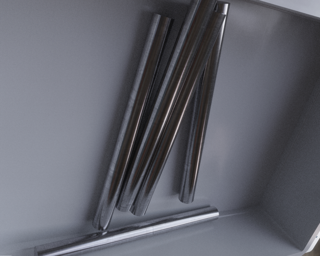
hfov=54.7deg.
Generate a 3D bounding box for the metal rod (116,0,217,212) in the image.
[{"bbox_3d":[-0.004,-0.010,0.381,0.025,0.025,0.298,4,122,-31],"label":"metal rod"}]

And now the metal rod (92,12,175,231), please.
[{"bbox_3d":[-0.041,0.009,0.391,0.025,0.025,0.298,5,116,-31],"label":"metal rod"}]

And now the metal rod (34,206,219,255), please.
[{"bbox_3d":[-0.030,0.157,0.473,0.303,0.025,0.025,-2,120,-33],"label":"metal rod"}]

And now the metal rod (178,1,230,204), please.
[{"bbox_3d":[0.055,-0.015,0.428,0.025,0.025,0.298,-9,122,-24],"label":"metal rod"}]

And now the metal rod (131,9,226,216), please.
[{"bbox_3d":[0.013,-0.002,0.402,0.025,0.025,0.298,4,120,-30],"label":"metal rod"}]
